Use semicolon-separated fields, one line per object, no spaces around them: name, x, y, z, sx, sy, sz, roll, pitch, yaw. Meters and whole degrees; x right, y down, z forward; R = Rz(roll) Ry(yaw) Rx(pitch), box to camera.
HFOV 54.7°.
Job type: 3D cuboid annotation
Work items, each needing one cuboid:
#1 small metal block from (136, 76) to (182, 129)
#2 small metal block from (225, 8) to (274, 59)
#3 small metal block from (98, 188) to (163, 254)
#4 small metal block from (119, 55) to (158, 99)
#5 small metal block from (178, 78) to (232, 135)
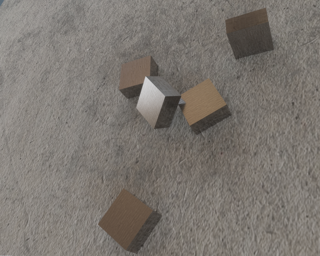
small metal block;-0.003;-0.034;0.409;0.050;0.025;0.050;50;132;39
small metal block;0.116;-0.120;0.401;0.050;0.050;0.025;-11;57;22
small metal block;-0.034;0.106;0.357;0.050;0.025;0.050;27;76;37
small metal block;-0.032;-0.076;0.467;0.050;0.025;0.050;-12;56;21
small metal block;0.054;-0.027;0.392;0.050;0.025;0.050;-30;52;8
